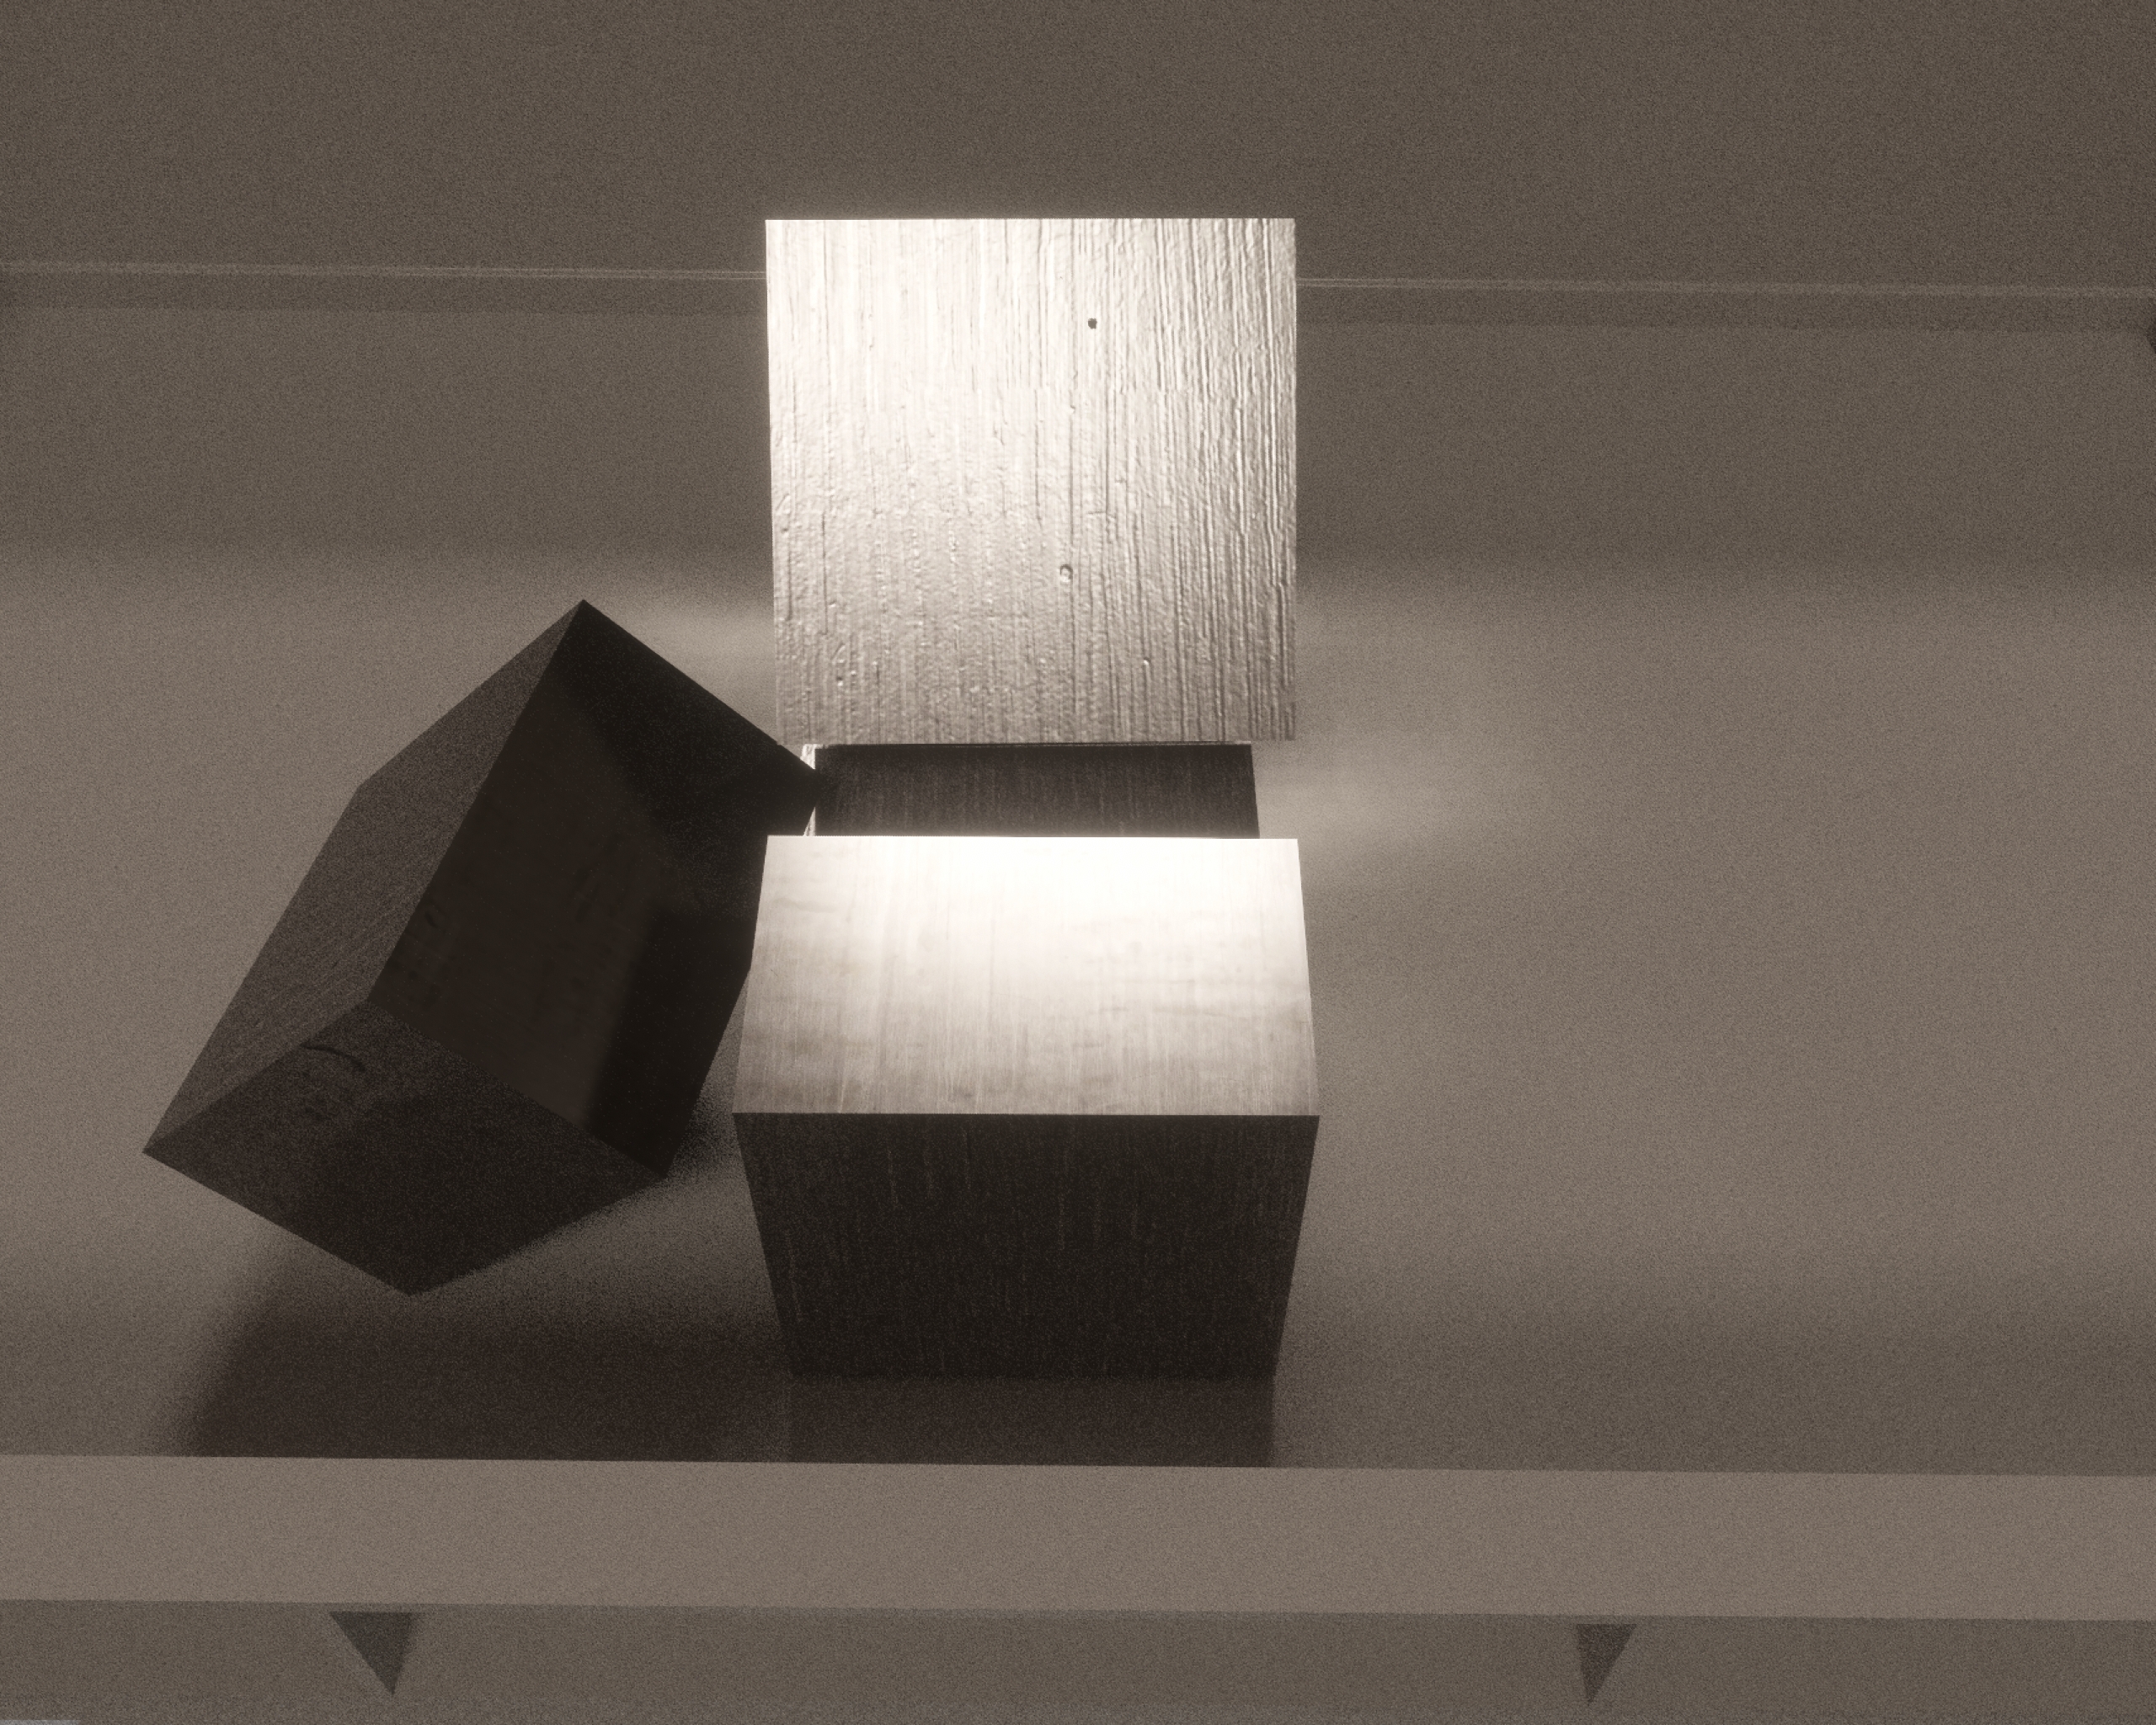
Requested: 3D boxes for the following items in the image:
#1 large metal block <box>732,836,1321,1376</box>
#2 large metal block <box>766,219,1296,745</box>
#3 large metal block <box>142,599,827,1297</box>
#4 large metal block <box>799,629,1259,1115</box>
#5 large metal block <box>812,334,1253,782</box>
[{"bbox_3d":[-0.007,0.041,0.332,0.081,0.080,0.050,0,50,0],"label":"large metal block"},{"bbox_3d":[-0.007,-0.061,0.345,0.081,0.079,0.050,-1,5,-1],"label":"large metal block"},{"bbox_3d":[-0.096,0.016,0.342,0.050,0.080,0.080,38,46,-25],"label":"large metal block"},{"bbox_3d":[-0.009,0.001,0.388,0.081,0.050,0.080,0,50,-1],"label":"large metal block"},{"bbox_3d":[-0.009,-0.060,0.417,0.081,0.080,0.050,-1,50,-1],"label":"large metal block"}]
